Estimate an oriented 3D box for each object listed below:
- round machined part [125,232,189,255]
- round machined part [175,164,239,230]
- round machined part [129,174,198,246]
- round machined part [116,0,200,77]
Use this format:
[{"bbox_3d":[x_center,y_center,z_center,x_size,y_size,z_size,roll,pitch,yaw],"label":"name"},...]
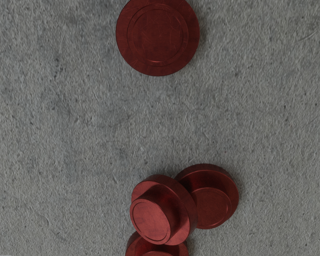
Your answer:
[{"bbox_3d":[-0.004,0.201,0.475,0.099,0.042,0.097,0,110,0],"label":"round machined part"},{"bbox_3d":[0.063,0.103,0.439,0.099,0.042,0.097,0,110,0],"label":"round machined part"},{"bbox_3d":[-0.002,0.116,0.418,0.098,0.042,0.097,14,115,32],"label":"round machined part"},{"bbox_3d":[-0.002,-0.108,0.361,0.099,0.042,0.097,0,110,0],"label":"round machined part"}]
